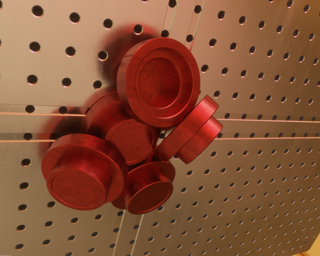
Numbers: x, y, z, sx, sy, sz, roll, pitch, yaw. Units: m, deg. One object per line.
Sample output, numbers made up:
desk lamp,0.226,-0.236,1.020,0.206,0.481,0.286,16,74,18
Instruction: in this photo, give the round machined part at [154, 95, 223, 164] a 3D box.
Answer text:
round machined part,0.041,0.007,0.391,0.042,0.098,0.098,43,95,2

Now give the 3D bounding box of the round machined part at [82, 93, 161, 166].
round machined part,-0.042,0.008,0.382,0.099,0.042,0.097,-14,125,-21

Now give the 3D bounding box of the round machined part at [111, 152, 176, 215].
round machined part,-0.021,0.081,0.424,0.099,0.042,0.097,-20,139,-18

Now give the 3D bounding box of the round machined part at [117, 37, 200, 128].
round machined part,-0.005,-0.051,0.353,0.099,0.042,0.097,-6,101,-33

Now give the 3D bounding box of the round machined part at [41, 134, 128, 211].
round machined part,-0.090,0.058,0.357,0.099,0.042,0.097,4,127,6
